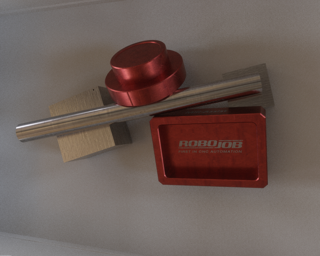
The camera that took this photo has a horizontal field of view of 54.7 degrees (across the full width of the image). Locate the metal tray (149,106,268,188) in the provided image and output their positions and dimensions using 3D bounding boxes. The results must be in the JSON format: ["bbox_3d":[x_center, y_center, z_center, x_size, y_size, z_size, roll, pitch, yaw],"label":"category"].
[{"bbox_3d":[0.059,0.023,0.370,0.130,0.030,0.089,-2,109,19],"label":"metal tray"}]

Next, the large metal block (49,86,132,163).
[{"bbox_3d":[-0.095,-0.004,0.427,0.080,0.050,0.080,-19,84,18],"label":"large metal block"}]

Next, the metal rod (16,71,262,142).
[{"bbox_3d":[-0.034,-0.022,0.372,0.301,0.025,0.025,-11,86,12],"label":"metal rod"}]

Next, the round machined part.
[{"bbox_3d":[-0.021,-0.072,0.374,0.098,0.098,0.042,-5,129,19],"label":"round machined part"}]

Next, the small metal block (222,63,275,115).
[{"bbox_3d":[0.106,-0.045,0.371,0.050,0.025,0.050,-12,86,19],"label":"small metal block"}]
